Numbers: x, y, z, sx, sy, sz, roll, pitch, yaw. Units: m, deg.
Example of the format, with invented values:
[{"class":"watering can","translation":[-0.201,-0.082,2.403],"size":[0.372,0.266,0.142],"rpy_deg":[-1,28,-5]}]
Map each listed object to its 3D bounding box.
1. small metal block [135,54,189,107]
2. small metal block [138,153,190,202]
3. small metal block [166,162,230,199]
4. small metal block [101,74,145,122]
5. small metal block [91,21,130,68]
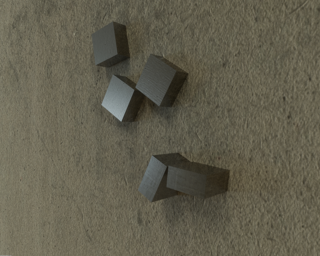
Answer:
[{"class":"small metal block","translation":[0.002,-0.062,0.404],"size":[0.050,0.025,0.050],"rpy_deg":[40,114,32]},{"class":"small metal block","translation":[0.007,0.060,0.383],"size":[0.025,0.050,0.050],"rpy_deg":[35,111,34]},{"class":"small metal block","translation":[0.044,0.058,0.353],"size":[0.050,0.050,0.025],"rpy_deg":[9,96,39]},{"class":"small metal block","translation":[-0.053,-0.043,0.449],"size":[0.050,0.025,0.050],"rpy_deg":[38,113,33]},{"class":"small metal block","translation":[-0.075,-0.124,0.467],"size":[0.050,0.025,0.050],"rpy_deg":[-14,81,39]}]
